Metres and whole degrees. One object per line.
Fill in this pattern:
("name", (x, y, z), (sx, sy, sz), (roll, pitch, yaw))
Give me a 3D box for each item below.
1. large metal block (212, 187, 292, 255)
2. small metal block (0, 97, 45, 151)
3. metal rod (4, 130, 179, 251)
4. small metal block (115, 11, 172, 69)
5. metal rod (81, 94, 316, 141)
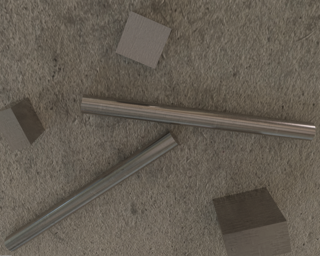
("large metal block", (0.124, 0.133, 0.431), (0.080, 0.080, 0.050), (-14, 110, 5))
("small metal block", (-0.177, -0.006, 0.392), (0.025, 0.050, 0.050), (-18, 109, 6))
("metal rod", (-0.103, 0.094, 0.442), (0.300, 0.025, 0.025), (-34, 107, 11))
("small metal block", (-0.019, -0.105, 0.371), (0.050, 0.025, 0.050), (21, 109, -8))
("metal rod", (0.052, -0.013, 0.405), (0.302, 0.025, 0.025), (7, 110, -3))
